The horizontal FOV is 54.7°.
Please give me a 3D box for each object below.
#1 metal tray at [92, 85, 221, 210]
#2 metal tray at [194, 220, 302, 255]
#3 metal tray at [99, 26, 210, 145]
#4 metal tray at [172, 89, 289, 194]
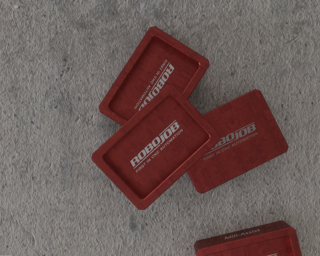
[{"bbox_3d":[-0.004,0.022,0.376,0.130,0.030,0.090,-43,90,0],"label":"metal tray"},{"bbox_3d":[0.119,0.183,0.408,0.131,0.030,0.089,-13,90,0],"label":"metal tray"},{"bbox_3d":[-0.007,-0.054,0.407,0.090,0.030,0.130,33,90,0],"label":"metal tray"},{"bbox_3d":[0.088,0.017,0.408,0.131,0.030,0.090,-27,90,0],"label":"metal tray"}]
